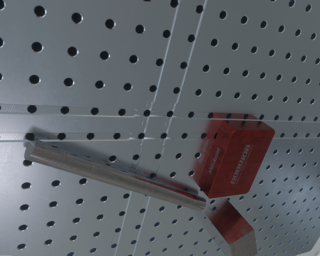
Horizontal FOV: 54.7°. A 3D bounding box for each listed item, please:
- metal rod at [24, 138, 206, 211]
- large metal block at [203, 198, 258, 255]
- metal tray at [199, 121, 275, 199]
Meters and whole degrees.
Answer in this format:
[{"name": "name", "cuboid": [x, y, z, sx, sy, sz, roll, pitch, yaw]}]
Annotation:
[{"name": "metal rod", "cuboid": [-0.038, 0.076, 0.437, 0.301, 0.025, 0.025, 26, 104, -37]}, {"name": "large metal block", "cuboid": [0.128, 0.191, 0.565, 0.050, 0.080, 0.080, -27, 128, -11]}, {"name": "metal tray", "cuboid": [0.125, 0.052, 0.509, 0.091, 0.030, 0.129, 0, 118, -29]}]
